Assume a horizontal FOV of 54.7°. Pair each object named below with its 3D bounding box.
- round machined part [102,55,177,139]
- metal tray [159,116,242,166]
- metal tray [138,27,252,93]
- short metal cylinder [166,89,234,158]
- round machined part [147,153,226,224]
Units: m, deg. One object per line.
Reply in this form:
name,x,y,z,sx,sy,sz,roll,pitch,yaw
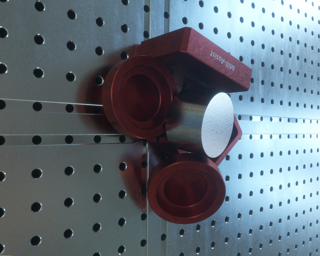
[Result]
round machined part,-0.028,-0.036,0.377,0.099,0.042,0.097,0,90,-40
metal tray,0.066,0.013,0.463,0.131,0.030,0.090,-44,117,-31
metal tray,0.047,-0.081,0.408,0.131,0.090,0.030,19,78,-39
short metal cylinder,0.052,-0.007,0.390,0.081,0.050,0.079,-17,112,-49
round machined part,0.033,0.074,0.405,0.099,0.042,0.097,-1,115,-2
